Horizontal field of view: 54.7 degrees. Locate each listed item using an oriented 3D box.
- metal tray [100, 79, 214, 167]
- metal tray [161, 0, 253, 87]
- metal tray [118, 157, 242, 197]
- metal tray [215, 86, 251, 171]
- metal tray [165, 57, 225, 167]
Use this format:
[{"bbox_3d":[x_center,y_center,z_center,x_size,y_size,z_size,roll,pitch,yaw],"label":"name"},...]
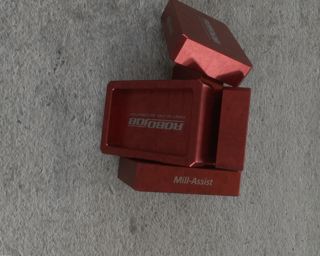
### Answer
[{"bbox_3d":[-0.007,-0.008,0.357,0.030,0.130,0.089,9,86,-57],"label":"metal tray"},{"bbox_3d":[0.052,-0.109,0.381,0.091,0.130,0.030,19,125,-20],"label":"metal tray"},{"bbox_3d":[0.022,0.058,0.384,0.131,0.090,0.030,7,88,-20],"label":"metal tray"},{"bbox_3d":[0.092,0.003,0.393,0.030,0.130,0.089,6,88,13],"label":"metal tray"},{"bbox_3d":[0.040,-0.021,0.391,0.030,0.090,0.129,8,88,-20],"label":"metal tray"}]
